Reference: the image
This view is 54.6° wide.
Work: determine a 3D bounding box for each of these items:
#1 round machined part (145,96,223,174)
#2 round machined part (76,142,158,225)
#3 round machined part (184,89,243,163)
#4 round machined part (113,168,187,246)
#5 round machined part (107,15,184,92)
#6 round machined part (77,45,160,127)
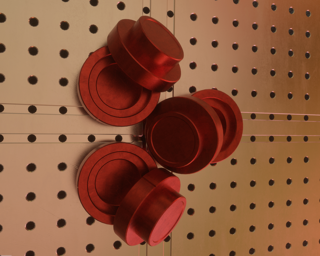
[{"bbox_3d":[0.024,0.010,0.380,0.042,0.098,0.098,-22,100,-61],"label":"round machined part"},{"bbox_3d":[-0.053,0.065,0.383,0.099,0.042,0.097,0,90,-20],"label":"round machined part"},{"bbox_3d":[0.060,-0.003,0.425,0.099,0.042,0.097,0,90,-20],"label":"round machined part"},{"bbox_3d":[-0.005,0.100,0.371,0.099,0.042,0.097,-39,146,-32],"label":"round machined part"},{"bbox_3d":[-0.010,-0.094,0.370,0.098,0.042,0.098,32,36,-26],"label":"round machined part"},{"bbox_3d":[-0.052,-0.050,0.383,0.099,0.042,0.097,0,90,-20],"label":"round machined part"}]
